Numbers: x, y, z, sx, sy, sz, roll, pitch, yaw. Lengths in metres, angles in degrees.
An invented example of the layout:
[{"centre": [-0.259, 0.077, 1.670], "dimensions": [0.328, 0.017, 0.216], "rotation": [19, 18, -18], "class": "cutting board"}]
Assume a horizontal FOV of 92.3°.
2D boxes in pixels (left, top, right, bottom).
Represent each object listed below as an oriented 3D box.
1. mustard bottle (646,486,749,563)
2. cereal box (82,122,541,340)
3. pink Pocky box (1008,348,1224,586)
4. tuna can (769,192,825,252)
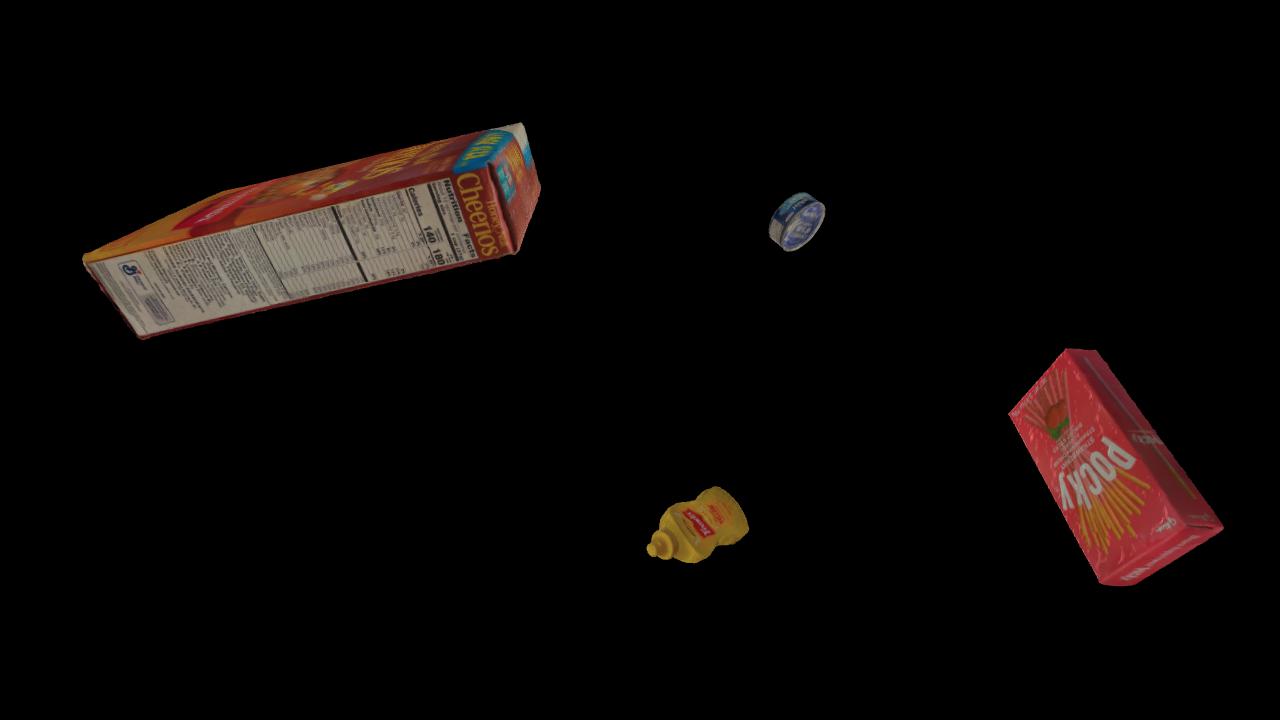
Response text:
[{"centre": [0.078, 0.253, 0.915], "dimensions": [0.184, 0.092, 0.054], "rotation": [-10, -30, -44], "class": "mustard bottle"}, {"centre": [-0.244, -0.122, 0.525], "dimensions": [0.306, 0.081, 0.203], "rotation": [-12, 29, 4], "class": "cereal box"}, {"centre": [0.335, 0.074, 0.450], "dimensions": [0.029, 0.155, 0.084], "rotation": [4, -44, -5], "class": "pink Pocky box"}, {"centre": [0.231, -0.204, 0.906], "dimensions": [0.084, 0.084, 0.034], "rotation": [0, 41, -49], "class": "tuna can"}]
